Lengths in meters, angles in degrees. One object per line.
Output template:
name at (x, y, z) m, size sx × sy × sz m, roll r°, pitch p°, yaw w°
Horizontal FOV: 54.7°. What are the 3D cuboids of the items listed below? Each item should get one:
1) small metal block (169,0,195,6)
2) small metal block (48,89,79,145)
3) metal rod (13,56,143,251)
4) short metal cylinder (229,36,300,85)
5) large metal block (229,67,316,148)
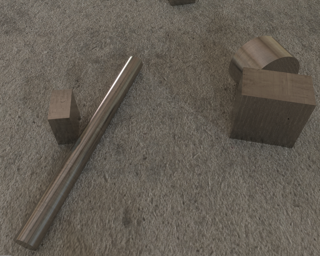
small metal block at (0.041, -0.278, 0.637) m, size 0.050 × 0.025 × 0.050 m, roll -11°, pitch 51°, yaw -10°
small metal block at (-0.122, -0.014, 0.398) m, size 0.025 × 0.050 × 0.050 m, roll -5°, pitch 50°, yaw -4°
metal rod at (-0.086, 0.006, 0.397) m, size 0.025 × 0.025 × 0.301 m, roll 14°, pitch 51°, yaw 11°
short metal cylinder at (0.146, -0.082, 0.437) m, size 0.081 × 0.080 × 0.050 m, roll -17°, pitch 52°, yaw -14°
large metal block at (0.136, -0.024, 0.389) m, size 0.080 × 0.080 × 0.050 m, roll 9°, pitch 51°, yaw 7°
